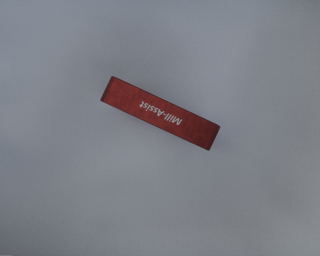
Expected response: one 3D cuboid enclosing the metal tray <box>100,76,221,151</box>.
[{"bbox_3d":[0.000,-0.016,0.375,0.131,0.090,0.030,25,90,-1],"label":"metal tray"}]
